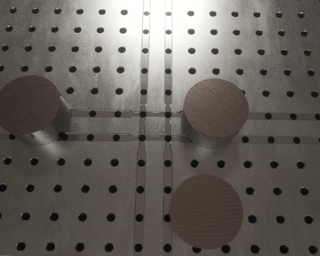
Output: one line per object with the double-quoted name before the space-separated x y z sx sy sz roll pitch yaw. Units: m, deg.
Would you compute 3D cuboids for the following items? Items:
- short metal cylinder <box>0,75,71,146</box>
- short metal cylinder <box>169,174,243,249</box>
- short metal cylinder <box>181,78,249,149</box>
"short metal cylinder" -0.163 -0.021 0.404 0.081 0.050 0.080 0 70 0
"short metal cylinder" 0.051 0.099 0.363 0.081 0.050 0.080 0 70 -1
"short metal cylinder" 0.070 -0.018 0.406 0.081 0.050 0.080 0 70 0
